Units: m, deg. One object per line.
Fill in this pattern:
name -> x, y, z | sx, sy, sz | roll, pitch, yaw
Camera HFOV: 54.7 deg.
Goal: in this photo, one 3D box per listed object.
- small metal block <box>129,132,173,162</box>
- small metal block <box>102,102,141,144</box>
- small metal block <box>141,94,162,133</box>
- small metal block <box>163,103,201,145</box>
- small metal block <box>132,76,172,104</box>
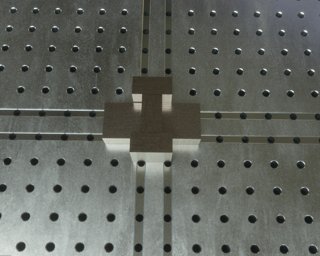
small metal block -> -0.010, 0.025, 0.389 | 0.050, 0.050, 0.025 | 1, 70, 0
small metal block -> -0.048, -0.006, 0.413 | 0.050, 0.025, 0.050 | 1, 70, 0
small metal block -> -0.010, -0.010, 0.401 | 0.025, 0.050, 0.050 | 1, 70, 0
small metal block -> 0.028, -0.005, 0.414 | 0.050, 0.025, 0.050 | 1, 70, 0
small metal block -> -0.010, -0.046, 0.415 | 0.050, 0.050, 0.025 | 1, 70, 0
